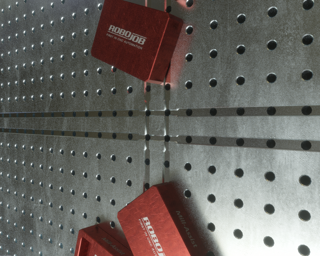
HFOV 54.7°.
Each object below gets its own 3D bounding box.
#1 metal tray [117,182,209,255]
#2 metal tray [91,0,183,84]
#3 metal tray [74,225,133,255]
[{"bbox_3d":[0.004,0.148,0.401,0.090,0.030,0.130,-42,65,31],"label":"metal tray"},{"bbox_3d":[-0.038,-0.125,0.435,0.130,0.030,0.089,30,109,35],"label":"metal tray"},{"bbox_3d":[-0.079,0.218,0.468,0.130,0.030,0.089,21,103,37],"label":"metal tray"}]
